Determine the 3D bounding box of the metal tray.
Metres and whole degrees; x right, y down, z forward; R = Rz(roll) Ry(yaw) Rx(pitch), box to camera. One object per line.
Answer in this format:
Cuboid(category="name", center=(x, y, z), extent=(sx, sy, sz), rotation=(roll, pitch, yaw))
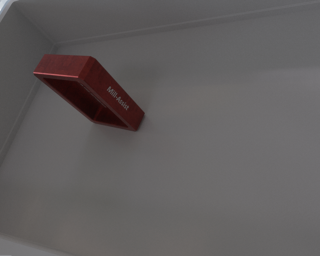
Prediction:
Cuboid(category="metal tray", center=(-0.089, -0.044, 0.413), extent=(0.090, 0.130, 0.030), rotation=(11, 67, 33))
